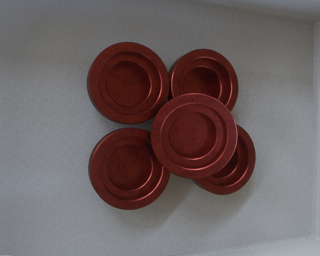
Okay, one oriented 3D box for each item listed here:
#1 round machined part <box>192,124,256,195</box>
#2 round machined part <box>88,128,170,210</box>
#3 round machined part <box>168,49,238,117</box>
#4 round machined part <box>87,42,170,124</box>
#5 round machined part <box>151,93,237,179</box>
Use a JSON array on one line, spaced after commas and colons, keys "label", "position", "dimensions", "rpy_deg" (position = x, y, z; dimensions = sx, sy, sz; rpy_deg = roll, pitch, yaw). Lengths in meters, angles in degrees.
[{"label": "round machined part", "position": [0.079, 0.040, 0.431], "dimensions": [0.099, 0.042, 0.097], "rpy_deg": [0, 90, -21]}, {"label": "round machined part", "position": [-0.040, 0.048, 0.386], "dimensions": [0.099, 0.042, 0.097], "rpy_deg": [0, 90, -21]}, {"label": "round machined part", "position": [0.053, -0.054, 0.420], "dimensions": [0.099, 0.042, 0.097], "rpy_deg": [0, 90, -21]}, {"label": "round machined part", "position": [-0.041, -0.053, 0.385], "dimensions": [0.099, 0.042, 0.097], "rpy_deg": [0, 90, -21]}, {"label": "round machined part", "position": [0.038, 0.008, 0.370], "dimensions": [0.099, 0.042, 0.097], "rpy_deg": [0, 95, -2]}]
